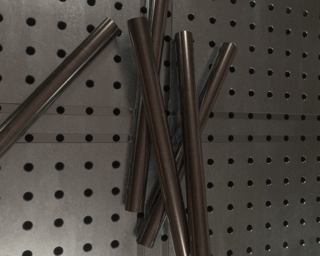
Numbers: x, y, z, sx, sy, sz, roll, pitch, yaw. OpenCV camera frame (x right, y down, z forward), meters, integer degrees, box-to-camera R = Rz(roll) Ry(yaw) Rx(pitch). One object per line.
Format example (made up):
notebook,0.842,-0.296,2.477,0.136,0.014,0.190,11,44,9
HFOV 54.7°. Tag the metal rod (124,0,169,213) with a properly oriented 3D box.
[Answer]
metal rod,-0.016,-0.042,0.407,0.025,0.025,0.298,8,87,-20

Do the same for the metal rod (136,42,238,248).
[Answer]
metal rod,0.040,0.017,0.428,0.025,0.025,0.299,27,81,-19

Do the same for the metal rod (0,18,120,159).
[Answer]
metal rod,-0.153,-0.016,0.356,0.025,0.025,0.300,43,76,-15

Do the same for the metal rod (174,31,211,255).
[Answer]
metal rod,0.041,0.019,0.402,0.025,0.025,0.298,0,80,-20

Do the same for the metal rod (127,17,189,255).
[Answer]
metal rod,0.002,0.015,0.386,0.025,0.025,0.298,-13,95,-20
